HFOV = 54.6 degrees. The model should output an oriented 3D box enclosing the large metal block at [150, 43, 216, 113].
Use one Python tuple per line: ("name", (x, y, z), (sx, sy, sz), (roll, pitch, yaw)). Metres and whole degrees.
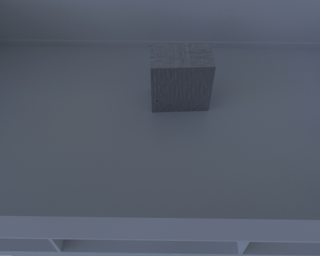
("large metal block", (0.028, -0.068, 0.427), (0.080, 0.080, 0.050), (-2, 50, -1))
